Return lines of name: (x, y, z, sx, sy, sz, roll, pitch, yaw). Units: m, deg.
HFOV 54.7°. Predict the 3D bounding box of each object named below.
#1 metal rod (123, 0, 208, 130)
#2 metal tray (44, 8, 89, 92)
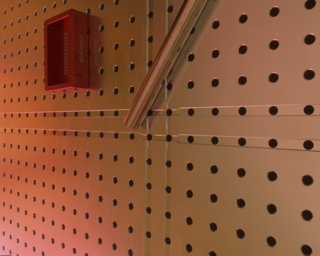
metal rod: (0.027, -0.125, 0.386, 0.025, 0.025, 0.298, 43, 116, 31)
metal tray: (-0.165, -0.130, 0.542, 0.090, 0.030, 0.129, -2, 89, 40)
